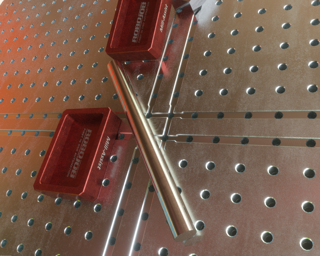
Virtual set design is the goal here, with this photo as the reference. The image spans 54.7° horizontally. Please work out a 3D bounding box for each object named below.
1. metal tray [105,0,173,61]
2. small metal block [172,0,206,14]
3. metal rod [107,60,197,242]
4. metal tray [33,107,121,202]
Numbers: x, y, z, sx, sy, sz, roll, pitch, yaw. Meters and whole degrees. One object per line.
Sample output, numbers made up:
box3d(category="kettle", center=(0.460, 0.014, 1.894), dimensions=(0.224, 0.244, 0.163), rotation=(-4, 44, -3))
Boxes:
box3d(category="metal tray", center=(-0.033, -0.176, 0.510), dimensions=(0.090, 0.030, 0.129), rotation=(4, 76, 30))
box3d(category="small metal block", center=(0.051, -0.223, 0.517), dimensions=(0.050, 0.025, 0.050), rotation=(34, 81, 38))
box3d(category="metal rod", center=(-0.024, 0.006, 0.415), dimensions=(0.025, 0.025, 0.300), rotation=(-31, 52, 8))
box3d(category="metal tray", center=(-0.116, 0.034, 0.442), dimensions=(0.090, 0.030, 0.130), rotation=(0, 61, 27))
